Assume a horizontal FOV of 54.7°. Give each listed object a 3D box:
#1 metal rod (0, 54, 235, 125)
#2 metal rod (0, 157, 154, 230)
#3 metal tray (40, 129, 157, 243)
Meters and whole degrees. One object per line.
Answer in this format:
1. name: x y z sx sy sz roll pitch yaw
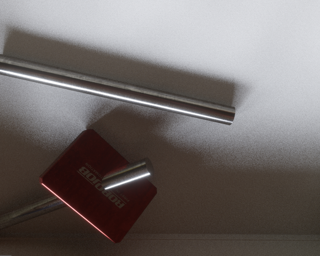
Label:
1. metal rod: -0.053 -0.047 0.393 0.302 0.025 0.025 12 110 -5
2. metal rod: -0.148 0.102 0.428 0.301 0.025 0.025 -22 109 14
3. metal tray: -0.078 0.076 0.410 0.130 0.030 0.090 45 67 -15
